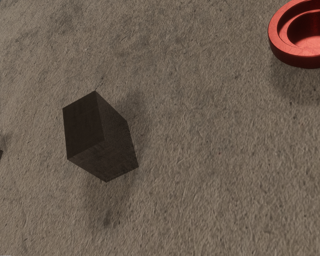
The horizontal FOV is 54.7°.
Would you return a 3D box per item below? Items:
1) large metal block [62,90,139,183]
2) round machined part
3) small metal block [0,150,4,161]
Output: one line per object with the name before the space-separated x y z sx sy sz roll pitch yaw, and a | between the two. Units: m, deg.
large metal block | -0.076 0.013 0.399 0.050 0.080 0.080 -27 53 11
round machined part | 0.181 -0.109 0.365 0.098 0.042 0.098 -13 56 20
small metal block | -0.304 0.043 0.518 0.050 0.050 0.025 -9 58 23
